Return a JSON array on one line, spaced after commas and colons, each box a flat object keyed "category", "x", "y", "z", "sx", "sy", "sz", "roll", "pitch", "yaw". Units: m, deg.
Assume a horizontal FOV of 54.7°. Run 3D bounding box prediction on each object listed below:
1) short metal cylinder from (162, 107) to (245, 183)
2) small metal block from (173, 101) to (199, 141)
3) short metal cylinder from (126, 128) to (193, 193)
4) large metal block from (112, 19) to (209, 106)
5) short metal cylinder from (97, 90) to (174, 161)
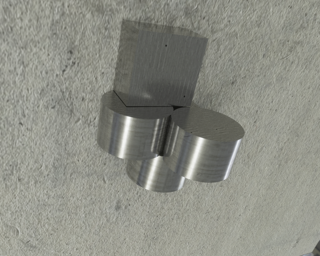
[{"category": "short metal cylinder", "x": 0.047, "y": 0.016, "z": 0.344, "sx": 0.081, "sy": 0.080, "sz": 0.050, "roll": -2, "pitch": 120, "yaw": -28}, {"category": "small metal block", "x": 0.022, "y": -0.015, "z": 0.398, "sx": 0.025, "sy": 0.050, "sz": 0.050, "roll": 1, "pitch": 118, "yaw": -29}, {"category": "short metal cylinder", "x": 0.001, "y": 0.037, "z": 0.397, "sx": 0.081, "sy": 0.080, "sz": 0.050, "roll": -1, "pitch": 119, "yaw": -28}, {"category": "large metal block", "x": -0.002, "y": -0.071, "z": 0.348, "sx": 0.081, "sy": 0.050, "sz": 0.079, "roll": -2, "pitch": 119, "yaw": -28}, {"category": "short metal cylinder", "x": -0.029, "y": -0.006, "z": 0.354, "sx": 0.081, "sy": 0.080, "sz": 0.050, "roll": -2, "pitch": 120, "yaw": -28}]
